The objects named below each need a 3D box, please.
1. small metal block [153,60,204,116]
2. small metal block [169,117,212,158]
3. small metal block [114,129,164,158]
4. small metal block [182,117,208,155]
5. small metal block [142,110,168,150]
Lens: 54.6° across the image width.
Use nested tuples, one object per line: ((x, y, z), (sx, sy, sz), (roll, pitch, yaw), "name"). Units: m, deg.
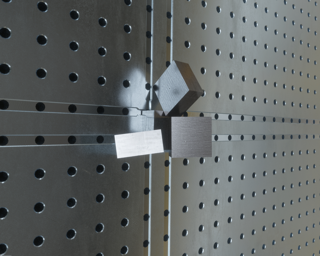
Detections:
((0.022, -0.049, 0.397), (0.025, 0.050, 0.050), (4, 52, -39), "small metal block")
((0.038, 0.011, 0.392), (0.050, 0.025, 0.050), (0, 90, -7), "small metal block")
((-0.024, 0.017, 0.358), (0.050, 0.050, 0.025), (-7, 89, -5), "small metal block")
((0.050, 0.012, 0.436), (0.050, 0.025, 0.050), (7, 85, -71), "small metal block")
((0.004, 0.003, 0.411), (0.050, 0.025, 0.050), (3, 88, -40), "small metal block")
